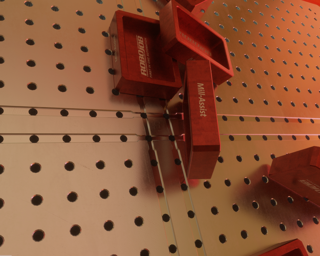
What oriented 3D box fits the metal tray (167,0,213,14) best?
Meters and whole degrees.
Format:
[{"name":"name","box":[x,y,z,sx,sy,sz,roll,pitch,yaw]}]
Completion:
[{"name":"metal tray","box":[0.035,-0.277,0.591,0.130,0.030,0.090,46,51,4]}]

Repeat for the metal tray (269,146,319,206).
[{"name":"metal tray","box":[0.236,0.078,0.441,0.130,0.090,0.030,30,65,-9]}]

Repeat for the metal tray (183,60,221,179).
[{"name":"metal tray","box":[0.049,-0.010,0.395,0.030,0.090,0.130,-1,59,0]}]

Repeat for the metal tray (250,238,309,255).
[{"name":"metal tray","box":[0.154,0.207,0.360,0.091,0.030,0.130,-6,65,-31]}]

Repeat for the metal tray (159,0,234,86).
[{"name":"metal tray","box":[0.059,-0.133,0.491,0.131,0.030,0.090,22,50,-36]}]

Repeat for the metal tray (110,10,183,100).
[{"name":"metal tray","box":[-0.023,-0.109,0.458,0.091,0.030,0.130,6,59,-25]}]
